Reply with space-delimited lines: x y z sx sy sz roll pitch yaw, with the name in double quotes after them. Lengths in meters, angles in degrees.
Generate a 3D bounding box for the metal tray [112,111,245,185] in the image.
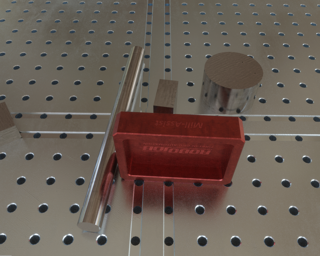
0.019 0.025 0.344 0.131 0.089 0.030 3 50 2 "metal tray"

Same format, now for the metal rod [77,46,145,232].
-0.055 -0.011 0.416 0.025 0.025 0.300 6 50 4 "metal rod"

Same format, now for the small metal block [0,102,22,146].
-0.218 -0.001 0.406 0.050 0.025 0.050 -26 55 -21 "small metal block"

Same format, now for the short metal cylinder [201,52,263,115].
0.102 -0.065 0.448 0.081 0.050 0.080 0 50 0 "short metal cylinder"

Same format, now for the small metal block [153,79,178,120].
0.008 -0.029 0.416 0.025 0.050 0.050 7 50 6 "small metal block"
